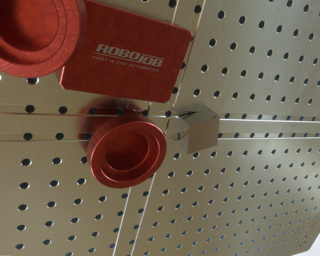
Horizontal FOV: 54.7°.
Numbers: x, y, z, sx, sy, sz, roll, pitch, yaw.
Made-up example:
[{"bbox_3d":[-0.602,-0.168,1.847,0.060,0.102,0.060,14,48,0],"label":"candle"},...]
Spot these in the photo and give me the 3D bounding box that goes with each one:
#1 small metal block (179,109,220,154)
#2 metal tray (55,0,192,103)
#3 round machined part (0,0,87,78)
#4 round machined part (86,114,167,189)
[{"bbox_3d":[0.057,0.005,0.447,0.050,0.025,0.050,-15,125,-21],"label":"small metal block"},{"bbox_3d":[-0.038,-0.080,0.339,0.131,0.030,0.089,5,116,-31],"label":"metal tray"},{"bbox_3d":[-0.111,-0.095,0.264,0.099,0.042,0.097,1,112,2],"label":"round machined part"},{"bbox_3d":[-0.044,0.025,0.393,0.099,0.042,0.097,-14,125,-21],"label":"round machined part"}]
